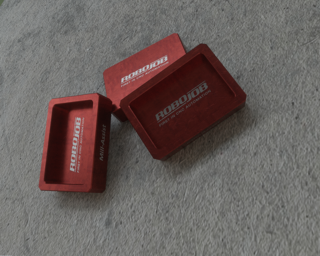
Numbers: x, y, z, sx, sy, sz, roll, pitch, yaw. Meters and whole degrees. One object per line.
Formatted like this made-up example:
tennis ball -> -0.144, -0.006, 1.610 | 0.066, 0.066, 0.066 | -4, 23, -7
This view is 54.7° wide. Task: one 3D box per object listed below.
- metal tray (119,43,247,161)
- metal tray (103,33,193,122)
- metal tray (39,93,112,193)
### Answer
metal tray -> 0.027, -0.030, 0.383 | 0.130, 0.030, 0.090 | -35, 75, 5
metal tray -> -0.017, -0.074, 0.455 | 0.130, 0.030, 0.090 | -25, 53, 12
metal tray -> -0.115, 0.022, 0.425 | 0.090, 0.030, 0.129 | -4, 76, 26
